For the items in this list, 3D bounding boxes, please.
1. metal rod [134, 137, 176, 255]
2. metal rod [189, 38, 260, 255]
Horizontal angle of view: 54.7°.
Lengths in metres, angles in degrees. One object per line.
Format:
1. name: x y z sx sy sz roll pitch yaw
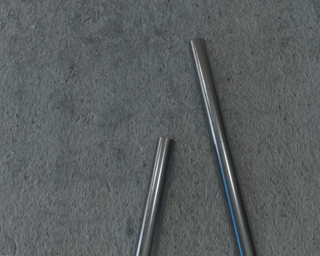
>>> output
1. metal rod: -0.019 0.154 0.351 0.025 0.025 0.299 10 70 3
2. metal rod: 0.078 0.014 0.403 0.025 0.025 0.299 -9 70 -3
